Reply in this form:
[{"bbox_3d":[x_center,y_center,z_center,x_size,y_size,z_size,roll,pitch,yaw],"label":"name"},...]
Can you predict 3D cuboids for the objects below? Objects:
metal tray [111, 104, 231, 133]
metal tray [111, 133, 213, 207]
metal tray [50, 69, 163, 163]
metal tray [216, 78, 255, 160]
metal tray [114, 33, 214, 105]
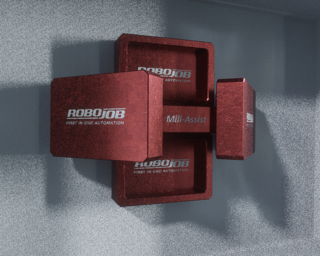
[{"bbox_3d":[0.013,-0.010,0.379,0.131,0.090,0.030,0,90,-21],"label":"metal tray"},{"bbox_3d":[0.004,0.050,0.406,0.131,0.030,0.089,0,90,-21],"label":"metal tray"},{"bbox_3d":[-0.062,-0.012,0.337,0.030,0.130,0.089,1,89,-62],"label":"metal tray"},{"bbox_3d":[0.100,-0.009,0.397,0.030,0.130,0.089,1,90,22],"label":"metal tray"},{"bbox_3d":[0.007,-0.070,0.408,0.131,0.030,0.089,0,91,-21],"label":"metal tray"}]
